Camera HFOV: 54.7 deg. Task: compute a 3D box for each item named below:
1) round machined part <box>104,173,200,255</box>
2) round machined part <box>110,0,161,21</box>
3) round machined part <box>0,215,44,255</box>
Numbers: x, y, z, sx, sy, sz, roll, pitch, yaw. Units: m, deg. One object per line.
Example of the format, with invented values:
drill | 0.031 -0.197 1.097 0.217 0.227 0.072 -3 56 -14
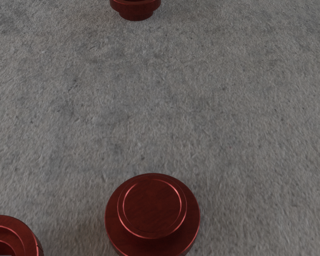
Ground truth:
round machined part | -0.008 0.087 0.319 0.099 0.042 0.098 0 50 0
round machined part | -0.047 -0.242 0.595 0.099 0.042 0.098 0 50 0
round machined part | -0.154 0.133 0.279 0.099 0.042 0.098 0 50 0
